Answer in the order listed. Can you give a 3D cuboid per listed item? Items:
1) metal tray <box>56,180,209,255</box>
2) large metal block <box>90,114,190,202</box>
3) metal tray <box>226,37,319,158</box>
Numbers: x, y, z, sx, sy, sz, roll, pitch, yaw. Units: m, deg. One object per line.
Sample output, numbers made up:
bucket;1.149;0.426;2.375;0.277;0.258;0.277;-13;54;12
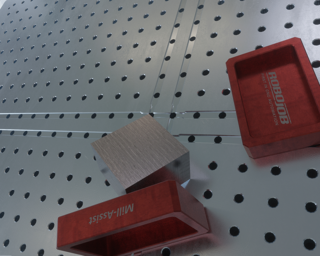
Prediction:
metal tray;-0.026;0.100;0.318;0.130;0.090;0.030;-21;54;15
large metal block;-0.022;0.039;0.361;0.081;0.050;0.080;-29;48;-21
metal tray;0.133;-0.037;0.358;0.090;0.030;0.130;-15;55;19
